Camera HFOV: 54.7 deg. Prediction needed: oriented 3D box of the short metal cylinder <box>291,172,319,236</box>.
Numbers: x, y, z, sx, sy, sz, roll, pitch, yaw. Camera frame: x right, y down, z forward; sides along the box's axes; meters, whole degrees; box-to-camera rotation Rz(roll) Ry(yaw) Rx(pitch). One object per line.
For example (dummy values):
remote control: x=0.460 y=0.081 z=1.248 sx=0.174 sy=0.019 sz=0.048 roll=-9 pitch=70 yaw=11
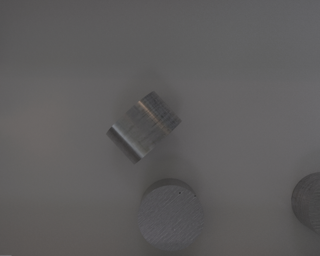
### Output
short metal cylinder: x=0.221 y=0.101 z=0.400 sx=0.081 sy=0.050 sz=0.080 roll=0 pitch=90 yaw=0

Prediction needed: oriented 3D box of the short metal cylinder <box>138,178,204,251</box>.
short metal cylinder: x=0.013 y=0.109 z=0.399 sx=0.081 sy=0.050 sz=0.080 roll=0 pitch=90 yaw=0

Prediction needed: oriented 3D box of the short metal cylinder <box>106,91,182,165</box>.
short metal cylinder: x=-0.019 y=0.000 z=0.384 sx=0.080 sy=0.080 sz=0.050 roll=-42 pitch=90 yaw=0
